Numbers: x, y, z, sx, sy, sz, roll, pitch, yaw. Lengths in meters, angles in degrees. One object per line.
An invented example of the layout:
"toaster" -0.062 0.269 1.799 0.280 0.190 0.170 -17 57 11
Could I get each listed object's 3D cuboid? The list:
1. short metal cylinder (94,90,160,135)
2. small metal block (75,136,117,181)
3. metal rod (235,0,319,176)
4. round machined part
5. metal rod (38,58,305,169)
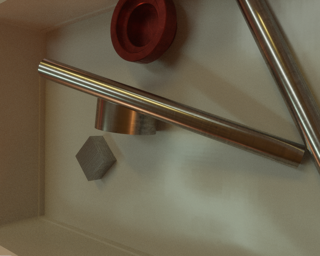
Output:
"short metal cylinder" -0.042 -0.022 0.404 0.080 0.081 0.050 11 97 39
"small metal block" -0.102 0.047 0.488 0.050 0.025 0.050 -49 61 28
"metal rod" 0.129 -0.037 0.299 0.025 0.025 0.299 -31 71 35
"round machined part" -0.017 -0.133 0.408 0.098 0.042 0.097 0 90 39
"metal rod" -0.002 -0.022 0.336 0.301 0.025 0.025 20 104 15
